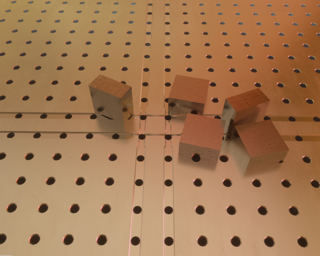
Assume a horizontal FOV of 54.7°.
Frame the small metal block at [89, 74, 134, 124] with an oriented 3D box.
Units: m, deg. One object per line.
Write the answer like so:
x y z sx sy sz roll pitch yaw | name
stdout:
-0.066 -0.039 0.423 0.050 0.050 0.025 23 54 17 | small metal block

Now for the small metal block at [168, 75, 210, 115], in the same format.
0.042 -0.048 0.449 0.050 0.025 0.050 11 51 8 | small metal block

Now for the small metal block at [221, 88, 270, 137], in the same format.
0.111 -0.020 0.410 0.050 0.050 0.025 -18 53 -15 | small metal block

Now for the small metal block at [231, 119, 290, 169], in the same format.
0.125 0.020 0.393 0.050 0.025 0.050 -10 51 -9 | small metal block

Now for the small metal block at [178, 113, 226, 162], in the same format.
0.054 0.012 0.399 0.050 0.025 0.050 12 51 9 | small metal block
